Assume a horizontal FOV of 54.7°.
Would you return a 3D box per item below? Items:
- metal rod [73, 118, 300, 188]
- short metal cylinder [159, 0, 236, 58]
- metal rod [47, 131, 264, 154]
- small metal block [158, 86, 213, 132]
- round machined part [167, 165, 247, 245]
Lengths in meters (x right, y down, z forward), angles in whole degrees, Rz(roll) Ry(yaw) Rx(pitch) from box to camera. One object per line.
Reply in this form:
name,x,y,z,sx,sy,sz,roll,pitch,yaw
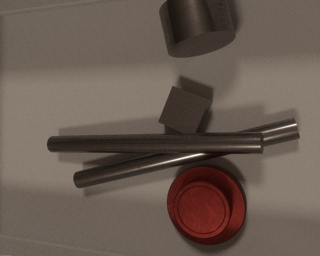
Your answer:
metal rod,0.019,0.038,0.402,0.301,0.025,0.025,-15,85,19
short metal cylinder,0.043,-0.121,0.366,0.080,0.080,0.050,-13,86,19
metal rod,-0.025,0.020,0.401,0.301,0.025,0.025,-2,90,25
small metal block,0.033,-0.021,0.398,0.050,0.025,0.050,24,98,18
round machined part,0.055,0.096,0.382,0.098,0.042,0.097,0,90,19
